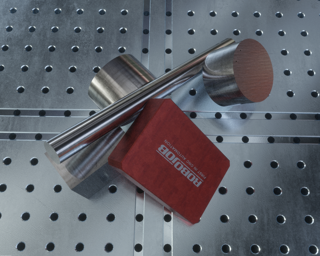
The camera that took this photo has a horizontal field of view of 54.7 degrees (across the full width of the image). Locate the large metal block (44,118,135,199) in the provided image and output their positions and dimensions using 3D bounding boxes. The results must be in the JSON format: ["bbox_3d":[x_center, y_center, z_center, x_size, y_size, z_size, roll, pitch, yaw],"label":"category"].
[{"bbox_3d":[-0.076,0.034,0.368,0.080,0.080,0.050,-38,75,-13],"label":"large metal block"}]

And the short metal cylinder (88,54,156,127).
[{"bbox_3d":[-0.044,-0.048,0.399,0.080,0.080,0.050,-42,76,-14],"label":"short metal cylinder"}]

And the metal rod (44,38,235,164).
[{"bbox_3d":[0.001,-0.049,0.373,0.025,0.025,0.302,45,55,14],"label":"metal rod"}]

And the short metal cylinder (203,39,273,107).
[{"bbox_3d":[0.102,-0.070,0.404,0.081,0.050,0.080,3,84,-37],"label":"short metal cylinder"}]

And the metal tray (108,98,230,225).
[{"bbox_3d":[0.017,0.039,0.353,0.130,0.030,0.090,44,70,-30],"label":"metal tray"}]
